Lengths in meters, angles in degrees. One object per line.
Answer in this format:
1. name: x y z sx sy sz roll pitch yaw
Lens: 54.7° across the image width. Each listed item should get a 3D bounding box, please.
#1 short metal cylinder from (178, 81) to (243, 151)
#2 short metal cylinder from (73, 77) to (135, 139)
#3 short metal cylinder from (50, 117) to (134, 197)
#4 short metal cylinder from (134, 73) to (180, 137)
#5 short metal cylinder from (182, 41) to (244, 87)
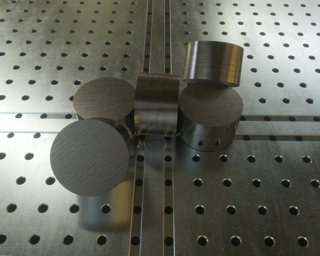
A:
1. short metal cylinder: 0.063 -0.016 0.405 0.081 0.050 0.080 0 50 0
2. short metal cylinder: -0.069 -0.021 0.407 0.081 0.050 0.080 0 50 0
3. short metal cylinder: -0.071 0.029 0.339 0.081 0.050 0.079 0 94 1
4. short metal cylinder: -0.002 -0.029 0.396 0.050 0.080 0.080 4 50 3
5. short metal cylinder: 0.075 -0.088 0.438 0.080 0.080 0.050 7 92 5
